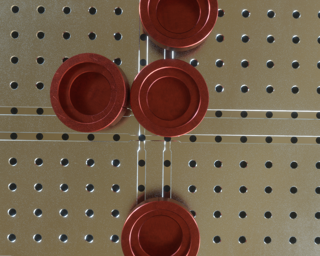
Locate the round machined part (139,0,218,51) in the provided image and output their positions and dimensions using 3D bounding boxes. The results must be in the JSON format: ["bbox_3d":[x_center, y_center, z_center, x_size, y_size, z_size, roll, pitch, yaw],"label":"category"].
[{"bbox_3d":[0.024,-0.149,0.405,0.099,0.042,0.097,0,90,-1],"label":"round machined part"}]

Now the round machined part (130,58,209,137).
[{"bbox_3d":[0.011,-0.038,0.402,0.099,0.042,0.097,0,91,-6],"label":"round machined part"}]

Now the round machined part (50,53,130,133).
[{"bbox_3d":[-0.085,-0.043,0.398,0.098,0.042,0.097,0,90,11],"label":"round machined part"}]

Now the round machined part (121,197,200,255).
[{"bbox_3d":[0.001,0.139,0.405,0.099,0.042,0.097,0,90,-1],"label":"round machined part"}]
